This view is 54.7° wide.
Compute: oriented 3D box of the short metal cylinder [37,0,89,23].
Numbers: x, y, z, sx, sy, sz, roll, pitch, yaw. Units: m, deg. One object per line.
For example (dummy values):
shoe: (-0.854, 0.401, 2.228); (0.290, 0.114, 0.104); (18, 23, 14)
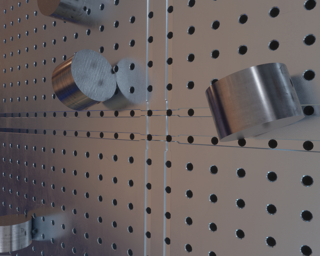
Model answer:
short metal cylinder: (-0.166, -0.226, 0.530); (0.080, 0.050, 0.079); (0, 90, 40)

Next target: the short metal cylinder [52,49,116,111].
short metal cylinder: (-0.113, -0.071, 0.467); (0.050, 0.081, 0.080); (-18, 78, 38)

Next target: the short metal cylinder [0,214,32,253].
short metal cylinder: (-0.301, 0.210, 0.623); (0.080, 0.081, 0.050); (0, 90, 40)

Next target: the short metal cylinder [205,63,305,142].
short metal cylinder: (0.090, -0.022, 0.299); (0.080, 0.081, 0.050); (-24, 75, 37)
